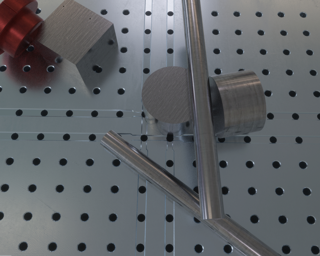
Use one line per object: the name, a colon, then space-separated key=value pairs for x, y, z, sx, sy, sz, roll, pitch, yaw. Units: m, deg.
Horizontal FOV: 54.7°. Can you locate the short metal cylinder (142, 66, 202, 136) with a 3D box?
short metal cylinder: x=0.017 y=-0.034 z=0.411 sx=0.081 sy=0.050 sz=0.080 roll=0 pitch=70 yaw=0

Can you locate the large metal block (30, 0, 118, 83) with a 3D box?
large metal block: x=-0.120 y=-0.125 z=0.443 sx=0.080 sy=0.050 sz=0.080 roll=33 pitch=73 yaw=11

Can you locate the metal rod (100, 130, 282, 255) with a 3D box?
metal rod: x=0.050 y=0.098 z=0.375 sx=0.300 sy=0.025 sz=0.025 roll=35 pitch=74 yaw=12

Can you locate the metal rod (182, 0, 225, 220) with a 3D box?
metal rod: x=0.048 y=-0.045 z=0.375 sx=0.025 sy=0.025 sz=0.299 roll=-2 pitch=70 yaw=-1

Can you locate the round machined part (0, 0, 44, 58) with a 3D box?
round machined part: x=-0.199 y=-0.136 z=0.428 sx=0.042 sy=0.098 sz=0.098 roll=38 pitch=72 yaw=-17

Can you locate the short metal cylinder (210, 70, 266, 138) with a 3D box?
short metal cylinder: x=0.094 y=-0.030 z=0.394 sx=0.050 sy=0.080 sz=0.080 roll=-11 pitch=71 yaw=-4
